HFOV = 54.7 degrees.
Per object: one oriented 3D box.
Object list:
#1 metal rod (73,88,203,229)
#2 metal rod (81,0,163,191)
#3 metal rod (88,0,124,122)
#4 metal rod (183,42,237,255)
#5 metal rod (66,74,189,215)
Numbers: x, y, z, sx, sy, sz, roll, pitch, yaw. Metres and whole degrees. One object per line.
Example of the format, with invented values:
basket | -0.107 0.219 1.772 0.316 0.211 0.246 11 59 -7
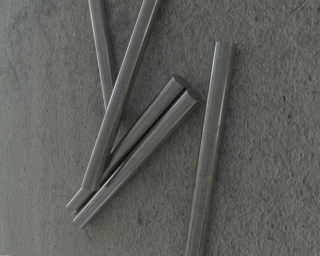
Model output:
metal rod | -0.045 0.058 0.442 0.299 0.025 0.025 -48 62 29
metal rod | -0.051 -0.053 0.427 0.025 0.025 0.298 26 100 37
metal rod | -0.092 -0.154 0.480 0.025 0.025 0.298 -17 79 39
metal rod | 0.054 0.054 0.360 0.025 0.025 0.298 13 98 39
metal rod | -0.061 0.039 0.455 0.299 0.025 0.025 -48 62 29
